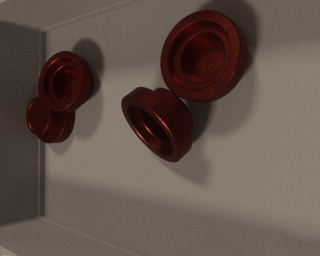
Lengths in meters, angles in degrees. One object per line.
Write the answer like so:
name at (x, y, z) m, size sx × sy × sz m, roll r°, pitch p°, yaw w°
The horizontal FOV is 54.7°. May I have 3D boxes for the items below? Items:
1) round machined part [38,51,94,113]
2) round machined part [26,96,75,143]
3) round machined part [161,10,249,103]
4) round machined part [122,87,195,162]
round machined part at (-0.148, -0.072, 0.506) m, size 0.098 × 0.042 × 0.097 m, roll -4°, pitch 80°, yaw 28°
round machined part at (-0.201, -0.021, 0.554) m, size 0.098 × 0.042 × 0.097 m, roll 0°, pitch 89°, yaw 35°
round machined part at (0.052, -0.077, 0.348) m, size 0.098 × 0.042 × 0.097 m, roll -3°, pitch 85°, yaw 36°
round machined part at (0.002, -0.009, 0.370) m, size 0.098 × 0.042 × 0.098 m, roll 40°, pitch 157°, yaw 22°
